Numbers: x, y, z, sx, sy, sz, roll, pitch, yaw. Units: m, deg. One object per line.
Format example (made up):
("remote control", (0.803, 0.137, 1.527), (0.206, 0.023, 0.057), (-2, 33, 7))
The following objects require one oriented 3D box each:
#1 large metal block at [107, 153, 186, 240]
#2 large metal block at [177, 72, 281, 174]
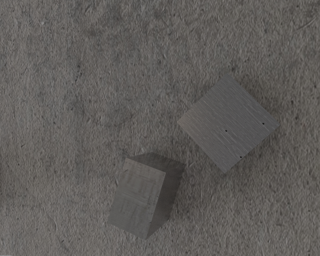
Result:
("large metal block", (-0.013, 0.079, 0.384), (0.050, 0.080, 0.080), (18, 96, 19))
("large metal block", (0.082, -0.005, 0.367), (0.080, 0.050, 0.080), (-45, 76, 14))
